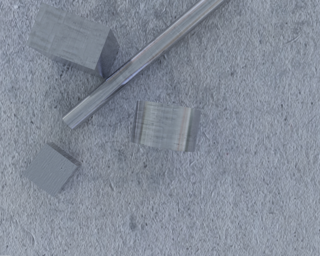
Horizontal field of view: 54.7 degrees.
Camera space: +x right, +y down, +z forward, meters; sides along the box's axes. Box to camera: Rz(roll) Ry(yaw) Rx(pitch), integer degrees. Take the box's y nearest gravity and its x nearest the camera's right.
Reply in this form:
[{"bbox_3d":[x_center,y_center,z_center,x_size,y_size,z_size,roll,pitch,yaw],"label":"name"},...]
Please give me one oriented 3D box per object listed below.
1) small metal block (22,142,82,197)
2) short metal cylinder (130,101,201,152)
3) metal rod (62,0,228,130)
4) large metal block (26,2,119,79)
[{"bbox_3d":[-0.141,0.054,0.409,0.050,0.025,0.050,37,90,0],"label":"small metal block"},{"bbox_3d":[0.007,-0.002,0.383,0.080,0.080,0.050,9,90,0],"label":"short metal cylinder"},{"bbox_3d":[-0.006,-0.104,0.409,0.300,0.025,0.025,-40,90,0],"label":"metal rod"},{"bbox_3d":[-0.101,-0.102,0.382,0.080,0.080,0.050,21,90,0],"label":"large metal block"}]
